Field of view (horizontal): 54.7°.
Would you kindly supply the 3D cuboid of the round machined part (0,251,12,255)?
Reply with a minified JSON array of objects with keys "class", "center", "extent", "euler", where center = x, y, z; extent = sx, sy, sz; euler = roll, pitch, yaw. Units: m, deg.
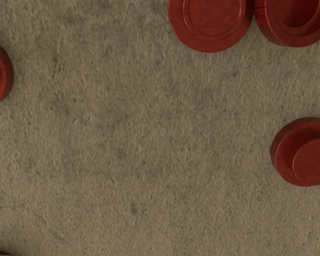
[{"class":"round machined part","center":[-0.260,0.232,0.483],"extent":[0.099,0.042,0.097],"euler":[0,110,-1]}]

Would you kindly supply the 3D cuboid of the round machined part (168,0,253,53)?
[{"class":"round machined part","center":[0.059,-0.135,0.352],"extent":[0.099,0.042,0.097],"euler":[0,110,-1]}]

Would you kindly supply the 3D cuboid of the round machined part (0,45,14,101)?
[{"class":"round machined part","center":[-0.235,-0.067,0.373],"extent":[0.099,0.042,0.097],"euler":[0,110,-1]}]

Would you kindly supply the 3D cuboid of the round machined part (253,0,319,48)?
[{"class":"round machined part","center":[0.146,-0.140,0.342],"extent":[0.099,0.042,0.097],"euler":[-5,108,-17]}]

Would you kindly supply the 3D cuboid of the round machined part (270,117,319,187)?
[{"class":"round machined part","center":[0.205,0.038,0.418],"extent":[0.099,0.042,0.097],"euler":[0,110,-1]}]
